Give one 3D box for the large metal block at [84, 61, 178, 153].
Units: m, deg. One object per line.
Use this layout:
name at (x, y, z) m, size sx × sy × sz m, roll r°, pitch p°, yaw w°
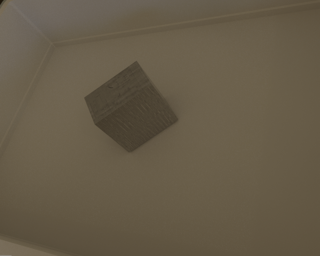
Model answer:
large metal block at (-0.035, -0.025, 0.399) m, size 0.080 × 0.080 × 0.050 m, roll -34°, pitch 52°, yaw 5°
